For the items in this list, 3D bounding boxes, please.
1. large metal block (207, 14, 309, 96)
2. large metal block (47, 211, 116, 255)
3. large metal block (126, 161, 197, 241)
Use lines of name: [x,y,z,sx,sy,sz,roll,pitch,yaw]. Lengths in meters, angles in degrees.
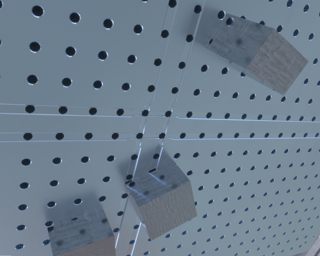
large metal block: [0.120,-0.092,0.387,0.080,0.080,0.050,22,106,-37]
large metal block: [-0.110,0.176,0.445,0.081,0.050,0.079,-12,124,-22]
large metal block: [0.004,0.110,0.467,0.081,0.050,0.080,-24,128,-14]
